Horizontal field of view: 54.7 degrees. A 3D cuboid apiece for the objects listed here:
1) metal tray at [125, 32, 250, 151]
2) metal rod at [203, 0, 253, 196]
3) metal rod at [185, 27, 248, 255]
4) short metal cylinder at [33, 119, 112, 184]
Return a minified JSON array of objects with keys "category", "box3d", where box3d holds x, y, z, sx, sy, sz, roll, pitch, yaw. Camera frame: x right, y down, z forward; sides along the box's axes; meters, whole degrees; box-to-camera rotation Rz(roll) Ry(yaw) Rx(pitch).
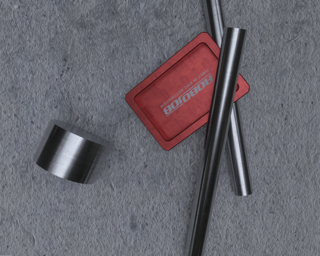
[{"category":"metal tray","box3d":[0.033,-0.044,0.391,0.130,0.030,0.090,-38,88,13]},{"category":"metal rod","box3d":[0.087,-0.061,0.410,0.025,0.025,0.298,-9,90,0]},{"category":"metal rod","box3d":[0.063,0.036,0.372,0.025,0.025,0.298,7,105,0]},{"category":"short metal cylinder","box3d":[-0.106,0.029,0.382,0.080,0.080,0.050,25,90,0]}]
